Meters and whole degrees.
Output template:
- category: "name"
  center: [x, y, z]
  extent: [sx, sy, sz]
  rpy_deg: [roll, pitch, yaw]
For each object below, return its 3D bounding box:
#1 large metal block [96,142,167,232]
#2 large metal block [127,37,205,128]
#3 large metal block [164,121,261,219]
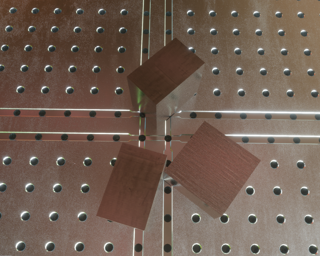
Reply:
- category: "large metal block"
  center: [-0.028, 0.071, 0.356]
  extent: [0.050, 0.080, 0.080]
  rpy_deg: [16, 71, 5]
- category: "large metal block"
  center: [0.007, -0.056, 0.403]
  extent: [0.080, 0.080, 0.050]
  rpy_deg: [-42, 76, -14]
- category: "large metal block"
  center: [0.061, 0.052, 0.380]
  extent: [0.080, 0.050, 0.080]
  rpy_deg: [36, 74, 12]
